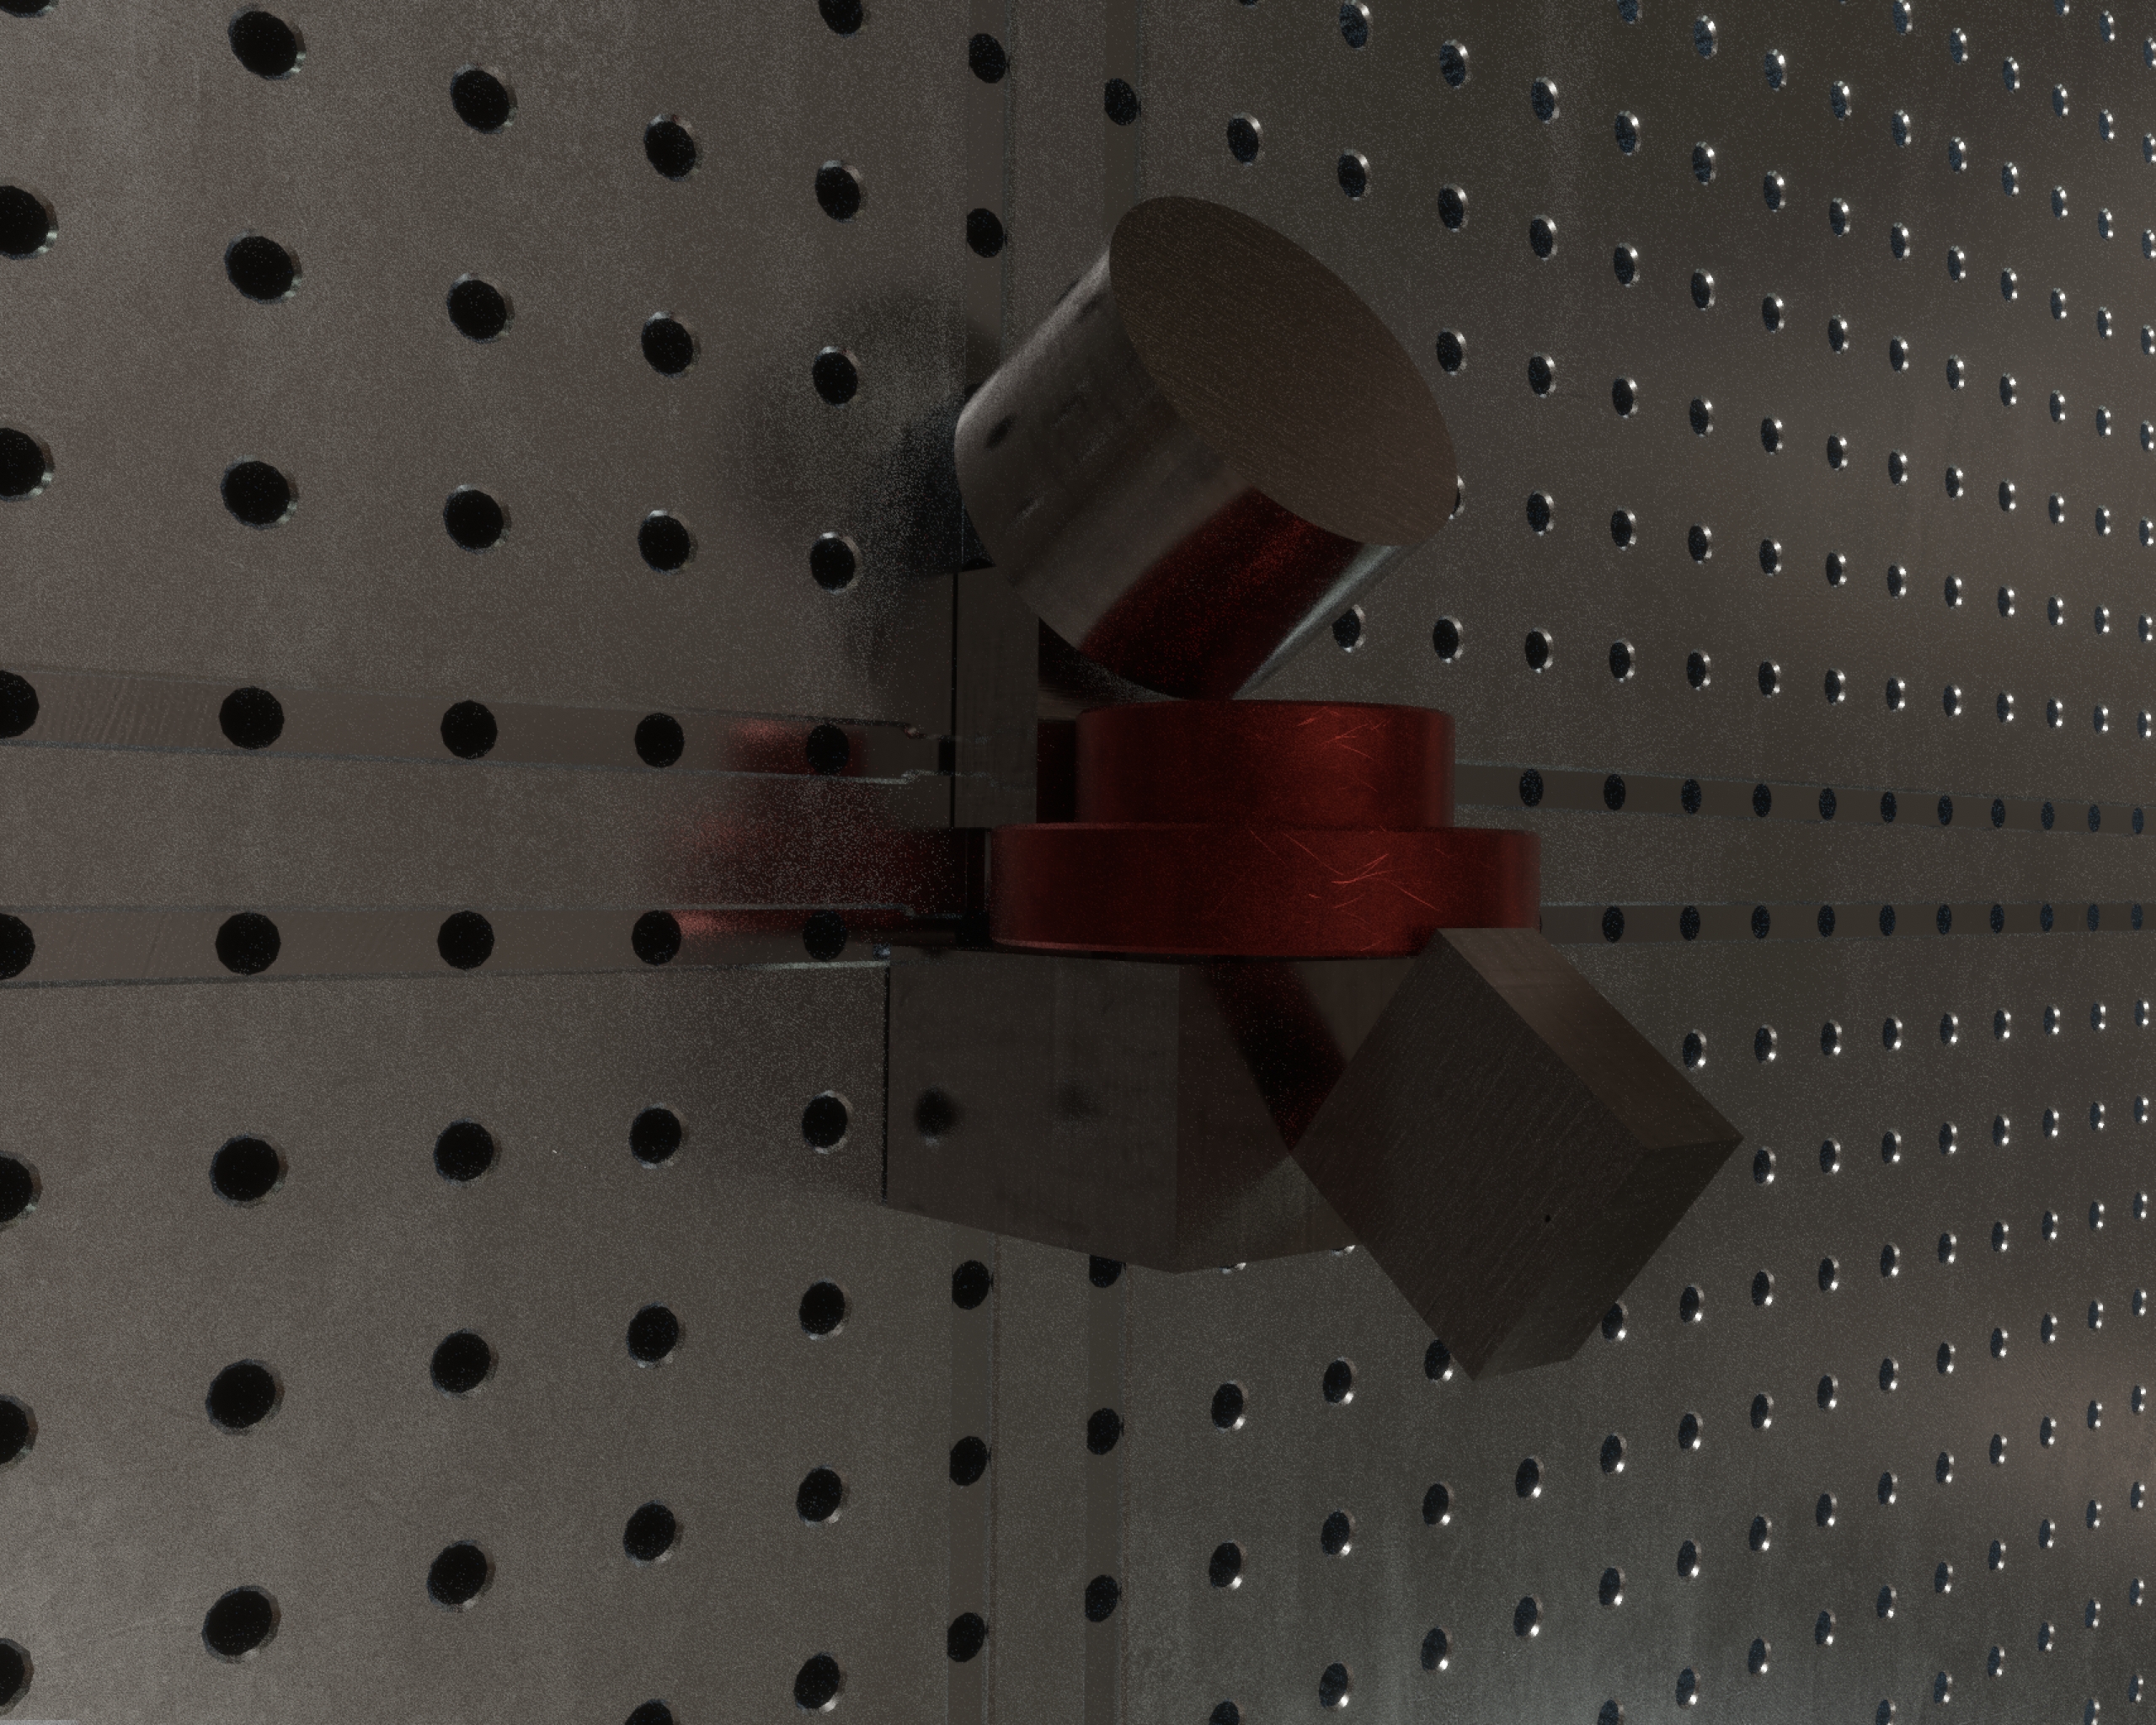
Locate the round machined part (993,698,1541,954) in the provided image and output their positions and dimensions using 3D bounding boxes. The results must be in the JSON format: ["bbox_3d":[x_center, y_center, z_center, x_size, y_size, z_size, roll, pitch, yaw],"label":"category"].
[{"bbox_3d":[0.034,-0.006,0.378,0.099,0.098,0.042,1,90,-40],"label":"round machined part"}]

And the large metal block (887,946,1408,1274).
[{"bbox_3d":[0.021,0.042,0.392,0.081,0.080,0.050,1,90,-40],"label":"large metal block"}]

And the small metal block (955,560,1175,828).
[{"bbox_3d":[0.004,-0.031,0.413,0.050,0.025,0.050,1,90,-40],"label":"small metal block"}]

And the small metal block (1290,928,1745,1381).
[{"bbox_3d":[0.068,0.046,0.334,0.025,0.050,0.050,2,127,-41],"label":"small metal block"}]

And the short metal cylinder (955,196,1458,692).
[{"bbox_3d":[0.024,-0.077,0.393,0.080,0.050,0.080,23,47,-27],"label":"short metal cylinder"}]
